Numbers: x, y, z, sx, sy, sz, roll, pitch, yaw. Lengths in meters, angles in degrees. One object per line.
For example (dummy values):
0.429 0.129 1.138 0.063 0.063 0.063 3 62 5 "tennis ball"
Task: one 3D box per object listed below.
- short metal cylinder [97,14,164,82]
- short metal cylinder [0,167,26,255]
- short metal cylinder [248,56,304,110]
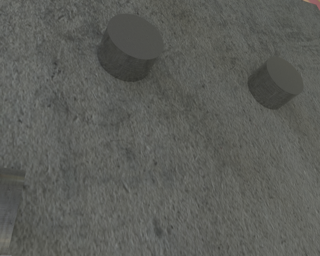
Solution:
-0.042 -0.112 0.435 0.081 0.050 0.080 14 56 -21 "short metal cylinder"
-0.144 0.070 0.249 0.050 0.080 0.080 13 56 -22 "short metal cylinder"
0.204 -0.079 0.549 0.081 0.050 0.080 14 56 -21 "short metal cylinder"
